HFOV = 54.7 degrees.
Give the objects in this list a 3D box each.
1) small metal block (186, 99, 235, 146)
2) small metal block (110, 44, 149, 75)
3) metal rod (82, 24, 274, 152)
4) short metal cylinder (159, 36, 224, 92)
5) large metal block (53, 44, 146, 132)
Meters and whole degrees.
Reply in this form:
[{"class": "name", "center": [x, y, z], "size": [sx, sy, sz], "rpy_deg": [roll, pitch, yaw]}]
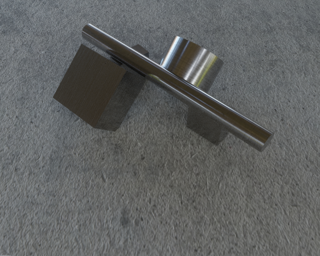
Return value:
[{"class": "small metal block", "center": [0.063, -0.012, 0.396], "size": [0.050, 0.050, 0.025], "rpy_deg": [33, 58, 24]}, {"class": "small metal block", "center": [-0.044, -0.090, 0.464], "size": [0.050, 0.050, 0.025], "rpy_deg": [-32, 57, -24]}, {"class": "metal rod", "center": [0.004, -0.063, 0.393], "size": [0.300, 0.025, 0.025], "rpy_deg": [36, 58, 26]}, {"class": "short metal cylinder", "center": [0.042, -0.086, 0.434], "size": [0.080, 0.080, 0.050], "rpy_deg": [32, 98, 23]}, {"class": "large metal block", "center": [-0.080, -0.051, 0.408], "size": [0.080, 0.050, 0.080], "rpy_deg": [33, 98, 24]}]
